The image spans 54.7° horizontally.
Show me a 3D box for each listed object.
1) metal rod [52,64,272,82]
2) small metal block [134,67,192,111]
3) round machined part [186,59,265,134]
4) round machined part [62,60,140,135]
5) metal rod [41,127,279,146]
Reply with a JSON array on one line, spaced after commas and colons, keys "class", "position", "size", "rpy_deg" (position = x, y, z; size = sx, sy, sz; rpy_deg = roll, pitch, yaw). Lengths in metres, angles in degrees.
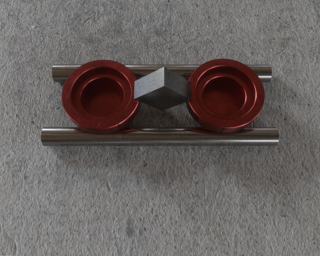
[{"class": "metal rod", "position": [0.003, -0.077, 0.437], "size": [0.302, 0.025, 0.025], "rpy_deg": [0, 70, 0]}, {"class": "small metal block", "position": [0.004, -0.047, 0.385], "size": [0.050, 0.050, 0.025], "rpy_deg": [-18, 63, 40]}, {"class": "round machined part", "position": [0.083, -0.039, 0.409], "size": [0.099, 0.042, 0.098], "rpy_deg": [0, 70, 0]}, {"class": "round machined part", "position": [-0.074, -0.037, 0.409], "size": [0.099, 0.042, 0.098], "rpy_deg": [0, 70, 0]}, {"class": "metal rod", "position": [0.000, 0.011, 0.405], "size": [0.302, 0.025, 0.025], "rpy_deg": [0, 70, 0]}]
